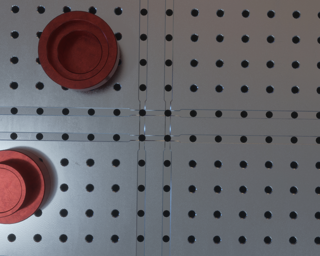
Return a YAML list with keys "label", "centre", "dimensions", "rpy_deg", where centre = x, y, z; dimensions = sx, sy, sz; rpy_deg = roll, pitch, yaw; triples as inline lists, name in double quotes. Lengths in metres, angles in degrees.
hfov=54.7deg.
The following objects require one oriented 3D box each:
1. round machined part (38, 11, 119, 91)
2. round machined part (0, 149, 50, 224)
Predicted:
- label: "round machined part"
  centre: [-0.102, -0.097, 0.403]
  dimensions: [0.099, 0.042, 0.097]
  rpy_deg: [0, 90, -1]
- label: "round machined part"
  centre: [-0.199, 0.077, 0.402]
  dimensions: [0.099, 0.042, 0.097]
  rpy_deg: [0, 90, -1]
